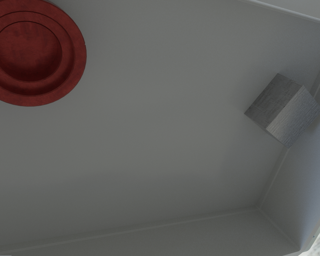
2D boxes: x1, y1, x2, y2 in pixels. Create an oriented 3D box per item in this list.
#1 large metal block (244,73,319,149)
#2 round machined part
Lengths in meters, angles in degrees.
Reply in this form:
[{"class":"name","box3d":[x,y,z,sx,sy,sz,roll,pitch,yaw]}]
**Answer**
[{"class":"large metal block","box3d":[0.194,-0.025,0.486,0.080,0.050,0.080,31,101,-38]},{"class":"round machined part","box3d":[-0.122,-0.072,0.287,0.099,0.042,0.097,-14,125,-21]}]
